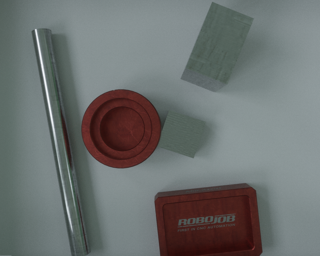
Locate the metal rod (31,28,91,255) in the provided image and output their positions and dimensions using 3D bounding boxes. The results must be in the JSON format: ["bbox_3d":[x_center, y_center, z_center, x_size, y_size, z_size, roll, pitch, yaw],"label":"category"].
[{"bbox_3d":[-0.130,0.020,0.409,0.025,0.025,0.298,-10,90,0],"label":"metal rod"}]

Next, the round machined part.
[{"bbox_3d":[-0.047,0.001,0.400,0.099,0.042,0.097,0,90,3],"label":"round machined part"}]

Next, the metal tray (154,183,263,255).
[{"bbox_3d":[0.062,0.126,0.409,0.131,0.030,0.089,-6,90,-1],"label":"metal tray"}]

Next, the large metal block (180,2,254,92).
[{"bbox_3d":[0.066,-0.095,0.385,0.050,0.080,0.080,22,90,-1],"label":"large metal block"}]

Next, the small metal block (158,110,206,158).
[{"bbox_3d":[0.028,0.008,0.412,0.050,0.025,0.050,18,90,-1],"label":"small metal block"}]
